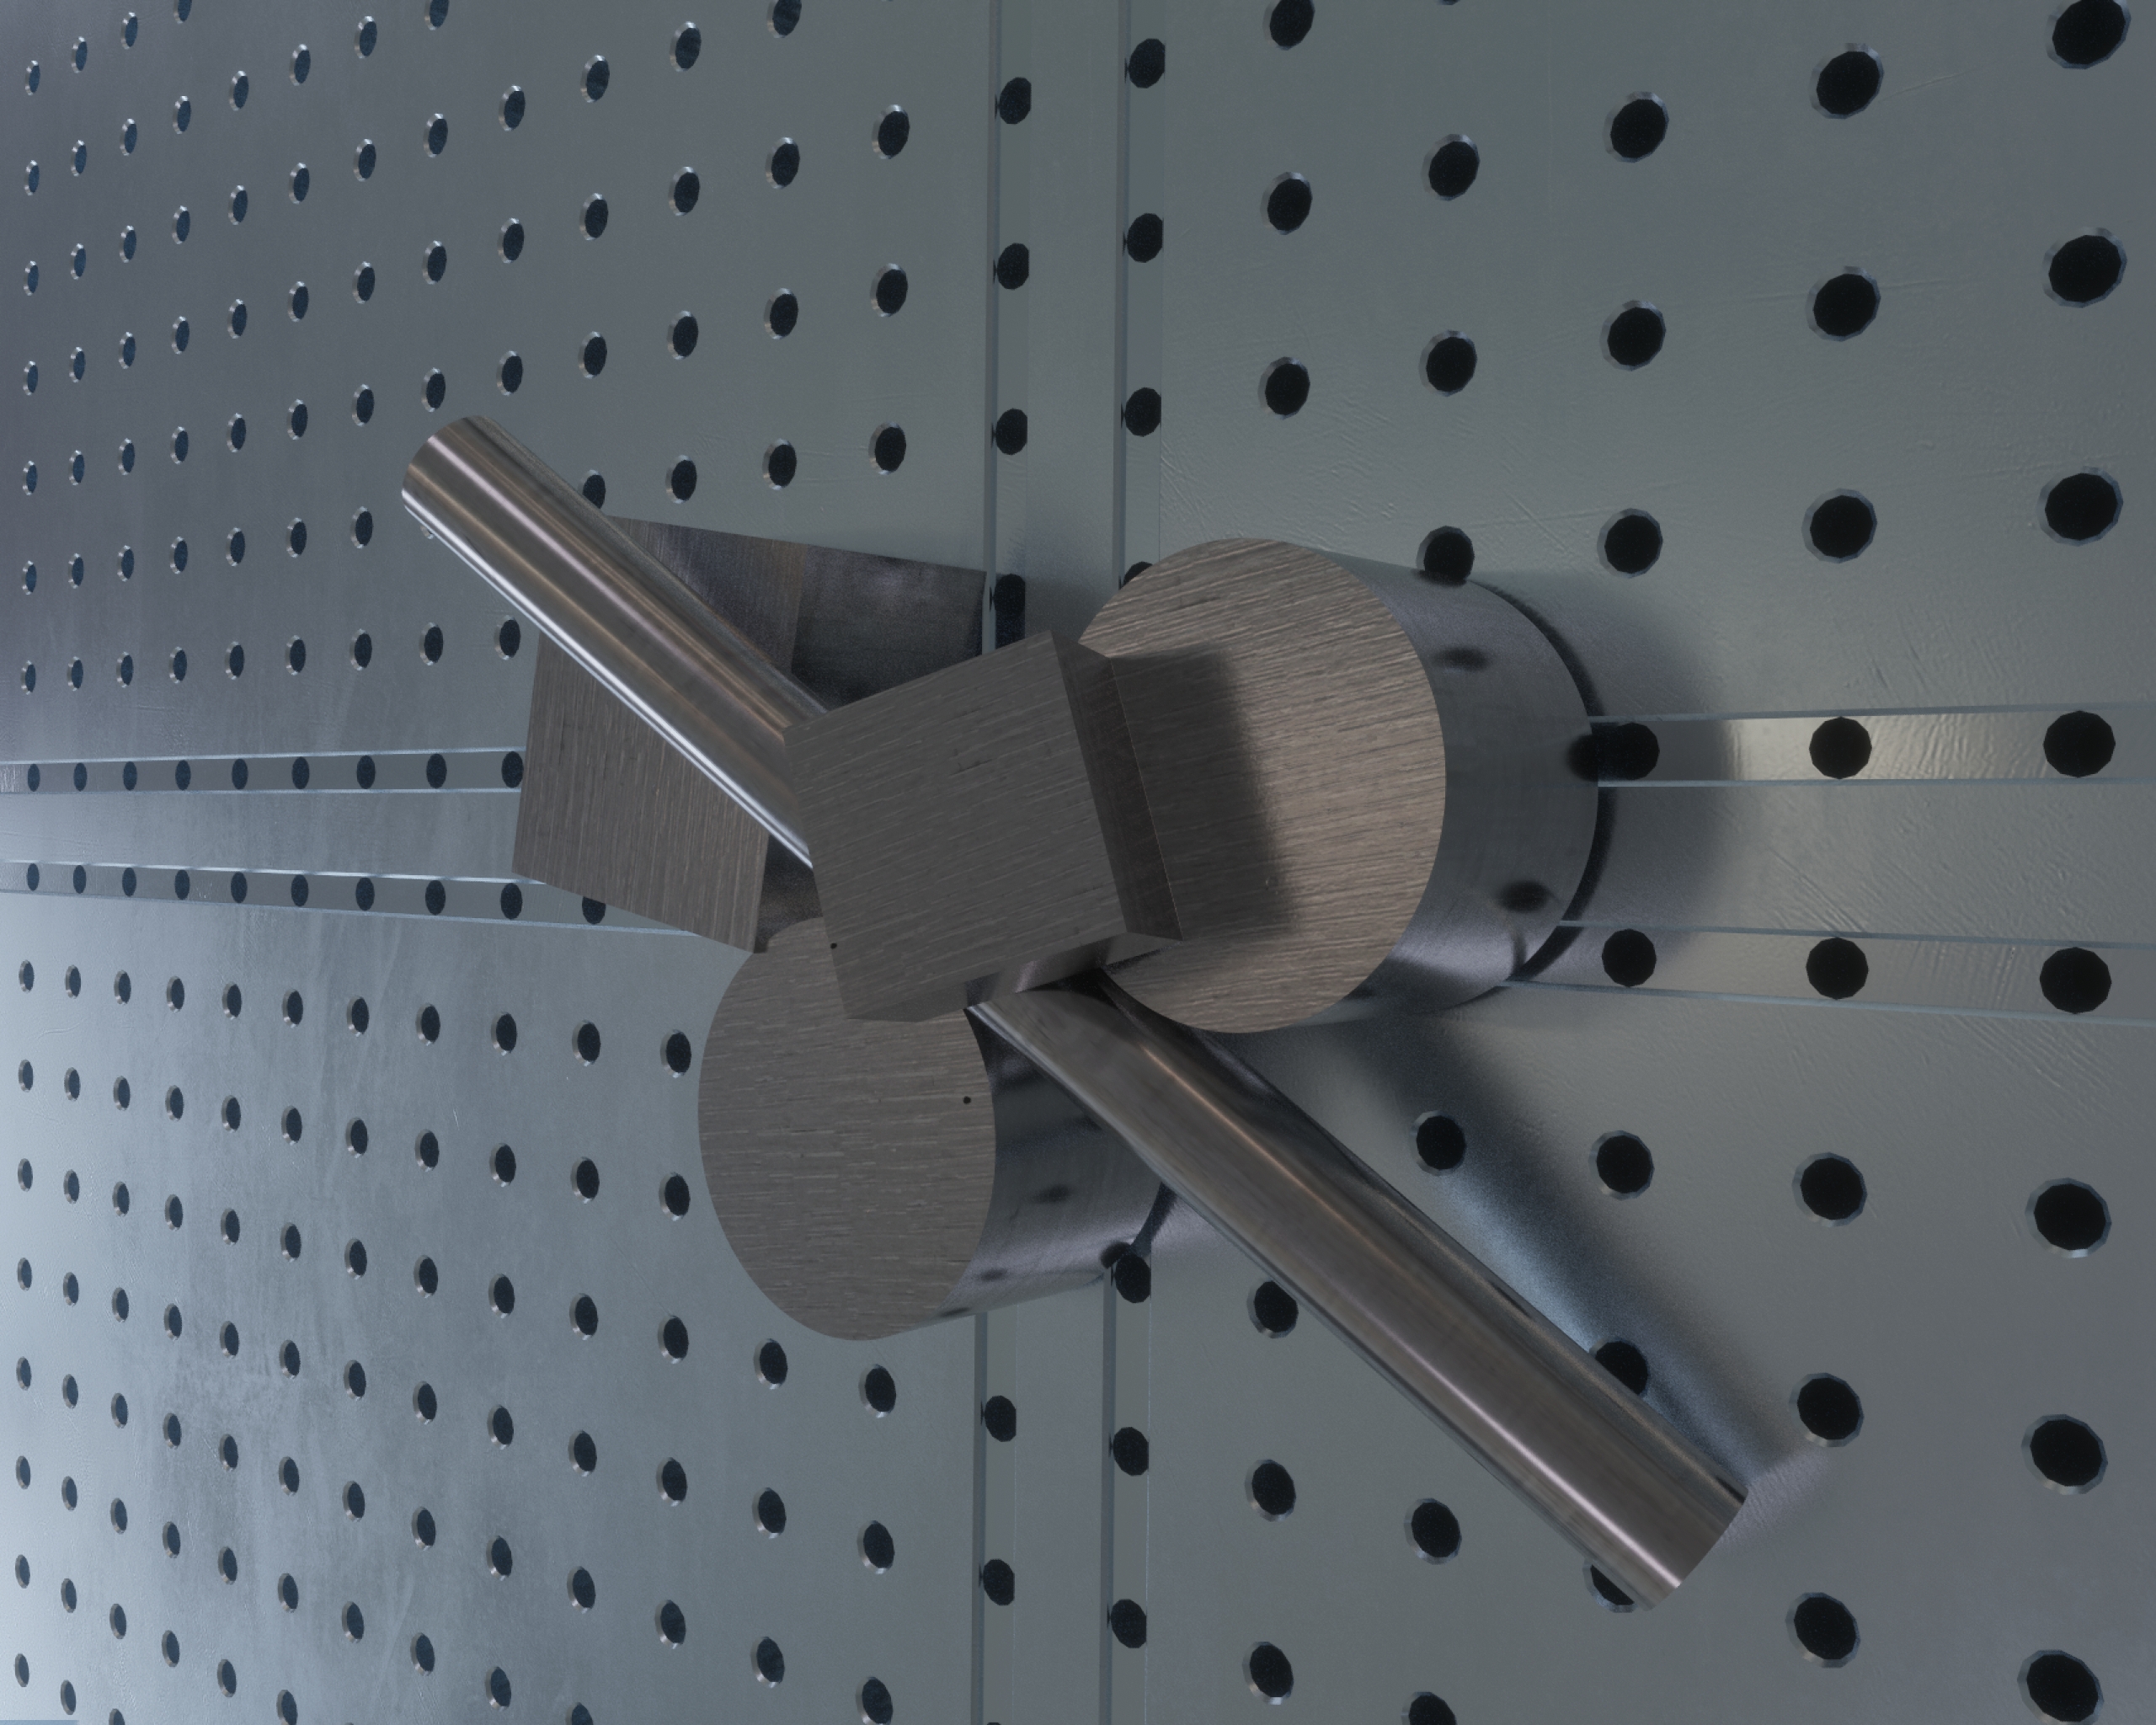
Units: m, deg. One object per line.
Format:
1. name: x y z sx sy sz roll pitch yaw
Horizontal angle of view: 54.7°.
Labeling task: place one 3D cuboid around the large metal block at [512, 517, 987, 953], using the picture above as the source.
1. large metal block: -0.071 -0.029 0.445 0.080 0.050 0.079 14 99 39

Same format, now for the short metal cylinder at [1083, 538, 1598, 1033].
1. short metal cylinder: 0.040 -0.012 0.355 0.080 0.050 0.079 0 90 40

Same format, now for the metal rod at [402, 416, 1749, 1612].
1. metal rod: -0.013 0.015 0.369 0.300 0.025 0.025 40 115 17

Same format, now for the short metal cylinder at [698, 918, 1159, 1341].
1. short metal cylinder: -0.029 0.050 0.412 0.080 0.050 0.079 0 90 40

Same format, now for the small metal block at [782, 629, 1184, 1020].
1. small metal block: -0.016 -0.005 0.343 0.050 0.025 0.050 -18 78 20
